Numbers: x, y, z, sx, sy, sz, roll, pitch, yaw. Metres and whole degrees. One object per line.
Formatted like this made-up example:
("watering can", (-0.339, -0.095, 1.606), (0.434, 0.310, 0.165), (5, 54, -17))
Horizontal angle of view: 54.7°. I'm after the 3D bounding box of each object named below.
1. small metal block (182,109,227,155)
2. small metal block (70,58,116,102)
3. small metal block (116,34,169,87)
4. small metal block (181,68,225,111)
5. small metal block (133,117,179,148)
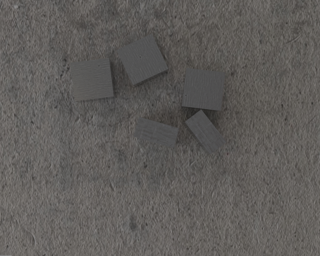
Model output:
("small metal block", (0.055, 0.005, 0.398), (0.025, 0.050, 0.050), (-38, 90, 0))
("small metal block", (-0.087, -0.062, 0.409), (0.050, 0.025, 0.050), (-7, 90, 0))
("small metal block", (-0.023, -0.088, 0.410), (0.050, 0.025, 0.050), (-25, 90, 0))
("small metal block", (0.056, -0.050, 0.410), (0.050, 0.025, 0.050), (7, 90, 0))
("small metal block", (-0.004, 0.005, 0.397), (0.050, 0.050, 0.025), (16, 90, 0))
